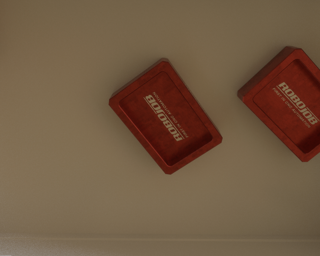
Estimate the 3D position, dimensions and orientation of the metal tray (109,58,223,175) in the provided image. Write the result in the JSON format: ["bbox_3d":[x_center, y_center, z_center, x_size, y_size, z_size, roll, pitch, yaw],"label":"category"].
[{"bbox_3d":[0.009,-0.013,0.403,0.090,0.030,0.130,-34,107,11],"label":"metal tray"}]

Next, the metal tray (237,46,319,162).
[{"bbox_3d":[0.177,-0.028,0.399,0.130,0.030,0.090,42,105,-14],"label":"metal tray"}]
